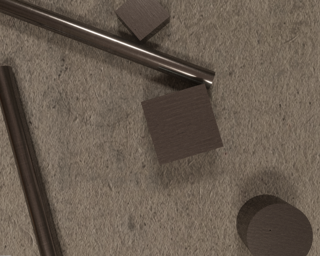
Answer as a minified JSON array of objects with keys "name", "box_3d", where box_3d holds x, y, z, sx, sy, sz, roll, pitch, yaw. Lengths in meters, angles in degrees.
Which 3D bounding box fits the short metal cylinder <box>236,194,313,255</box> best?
[{"name":"short metal cylinder","box_3d":[0.145,0.131,0.400,0.081,0.050,0.079,0,90,-1]}]

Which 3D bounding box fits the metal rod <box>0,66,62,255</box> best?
[{"name":"metal rod","box_3d":[-0.170,0.066,0.407,0.025,0.025,0.298,-15,90,0]}]

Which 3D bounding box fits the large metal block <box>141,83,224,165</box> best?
[{"name":"large metal block","box_3d":[0.027,-0.005,0.398,0.080,0.050,0.080,-16,90,-1]}]

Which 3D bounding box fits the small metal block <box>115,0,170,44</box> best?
[{"name":"small metal block","box_3d":[-0.022,-0.147,0.410,0.050,0.025,0.050,-40,91,0]}]

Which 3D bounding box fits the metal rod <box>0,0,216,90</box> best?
[{"name":"metal rod","box_3d":[-0.073,-0.115,0.408,0.301,0.025,0.025,20,90,-1]}]
